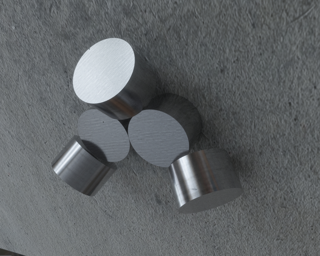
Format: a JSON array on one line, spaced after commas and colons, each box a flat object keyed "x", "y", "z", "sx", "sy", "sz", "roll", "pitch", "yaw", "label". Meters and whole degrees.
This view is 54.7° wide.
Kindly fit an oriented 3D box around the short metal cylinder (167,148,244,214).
[{"x": 0.054, "y": 0.066, "z": 0.377, "sx": 0.080, "sy": 0.081, "sz": 0.050, "roll": -43, "pitch": 52, "yaw": 39, "label": "short metal cylinder"}]

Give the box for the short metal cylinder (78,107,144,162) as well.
[{"x": -0.064, "y": 0.000, "z": 0.425, "sx": 0.080, "sy": 0.050, "sz": 0.079, "roll": 13, "pitch": 124, "yaw": 21, "label": "short metal cylinder"}]

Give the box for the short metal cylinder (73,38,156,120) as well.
[{"x": -0.052, "y": -0.055, "z": 0.358, "sx": 0.080, "sy": 0.080, "sz": 0.050, "roll": 2, "pitch": 162, "yaw": 27, "label": "short metal cylinder"}]

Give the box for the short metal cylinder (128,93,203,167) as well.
[{"x": 0.007, "y": 0.002, "z": 0.389, "sx": 0.080, "sy": 0.050, "sz": 0.079, "roll": 13, "pitch": 124, "yaw": 21, "label": "short metal cylinder"}]

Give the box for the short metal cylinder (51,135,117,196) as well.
[{"x": -0.110, "y": 0.055, "z": 0.457, "sx": 0.080, "sy": 0.080, "sz": 0.050, "roll": 39, "pitch": 89, "yaw": 1, "label": "short metal cylinder"}]
